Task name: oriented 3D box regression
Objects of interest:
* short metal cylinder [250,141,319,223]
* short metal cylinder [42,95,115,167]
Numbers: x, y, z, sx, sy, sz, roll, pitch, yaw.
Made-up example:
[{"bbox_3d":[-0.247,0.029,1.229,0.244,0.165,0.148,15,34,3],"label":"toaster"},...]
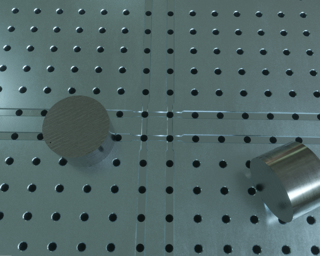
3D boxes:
[{"bbox_3d":[0.150,0.062,0.361,0.050,0.080,0.080,-23,72,-8],"label":"short metal cylinder"},{"bbox_3d":[-0.101,0.005,0.396,0.081,0.050,0.080,0,70,0],"label":"short metal cylinder"}]
